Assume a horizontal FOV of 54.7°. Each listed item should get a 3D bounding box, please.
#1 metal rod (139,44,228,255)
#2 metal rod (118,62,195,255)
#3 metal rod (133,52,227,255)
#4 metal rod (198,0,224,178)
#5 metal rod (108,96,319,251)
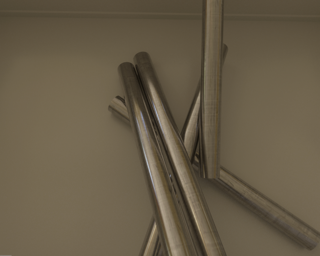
[{"bbox_3d":[0.036,0.015,0.377,0.025,0.025,0.300,18,66,6],"label":"metal rod"},{"bbox_3d":[-0.013,0.020,0.339,0.025,0.025,0.300,-14,47,-5],"label":"metal rod"},{"bbox_3d":[0.012,0.013,0.356,0.025,0.025,0.299,-14,52,-6],"label":"metal rod"},{"bbox_3d":[0.061,-0.092,0.364,0.025,0.025,0.298,1,91,0],"label":"metal rod"},{"bbox_3d":[0.059,0.050,0.392,0.300,0.025,0.025,34,73,11],"label":"metal rod"}]
